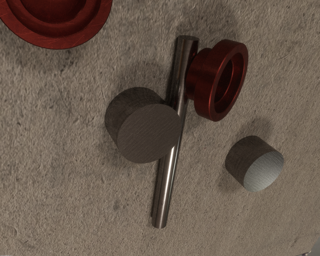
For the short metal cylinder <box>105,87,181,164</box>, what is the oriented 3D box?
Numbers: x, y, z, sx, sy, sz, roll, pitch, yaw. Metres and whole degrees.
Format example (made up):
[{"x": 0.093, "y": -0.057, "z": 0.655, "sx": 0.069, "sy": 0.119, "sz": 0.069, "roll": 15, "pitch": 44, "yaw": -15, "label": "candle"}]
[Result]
[{"x": -0.021, "y": -0.004, "z": 0.378, "sx": 0.081, "sy": 0.050, "sz": 0.079, "roll": -14, "pitch": 124, "yaw": -21, "label": "short metal cylinder"}]

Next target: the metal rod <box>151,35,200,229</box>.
[{"x": 0.016, "y": 0.024, "z": 0.432, "sx": 0.025, "sy": 0.025, "sz": 0.298, "roll": -7, "pitch": 122, "yaw": -25, "label": "metal rod"}]

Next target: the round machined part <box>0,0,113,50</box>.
[{"x": -0.094, "y": -0.122, "z": 0.269, "sx": 0.099, "sy": 0.042, "sz": 0.097, "roll": -14, "pitch": 125, "yaw": -21, "label": "round machined part"}]

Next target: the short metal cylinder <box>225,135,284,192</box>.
[{"x": 0.157, "y": 0.059, "z": 0.516, "sx": 0.081, "sy": 0.050, "sz": 0.079, "roll": -14, "pitch": 125, "yaw": -21, "label": "short metal cylinder"}]

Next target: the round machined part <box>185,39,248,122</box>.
[{"x": 0.067, "y": -0.060, "z": 0.380, "sx": 0.099, "sy": 0.042, "sz": 0.097, "roll": -40, "pitch": 142, "yaw": -39, "label": "round machined part"}]
